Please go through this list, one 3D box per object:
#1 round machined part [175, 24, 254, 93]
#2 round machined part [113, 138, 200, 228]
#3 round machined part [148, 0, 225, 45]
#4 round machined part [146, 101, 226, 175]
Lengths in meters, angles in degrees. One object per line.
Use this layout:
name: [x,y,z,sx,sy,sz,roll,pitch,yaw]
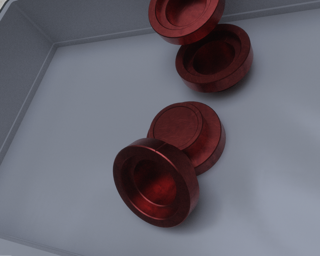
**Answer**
round machined part: [0.074,-0.087,0.409,0.098,0.042,0.098,-13,56,21]
round machined part: [0.000,0.055,0.338,0.098,0.097,0.042,10,27,32]
round machined part: [0.038,-0.153,0.405,0.098,0.042,0.098,-7,74,26]
round machined part: [0.026,0.008,0.376,0.098,0.042,0.098,-13,56,21]
